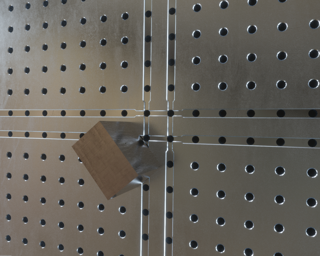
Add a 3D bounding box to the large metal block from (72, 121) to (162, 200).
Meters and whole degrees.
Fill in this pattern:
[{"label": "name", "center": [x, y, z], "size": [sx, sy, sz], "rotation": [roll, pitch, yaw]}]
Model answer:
[{"label": "large metal block", "center": [-0.052, 0.038, 0.402], "size": [0.050, 0.080, 0.080], "rotation": [-41, 77, 16]}]
